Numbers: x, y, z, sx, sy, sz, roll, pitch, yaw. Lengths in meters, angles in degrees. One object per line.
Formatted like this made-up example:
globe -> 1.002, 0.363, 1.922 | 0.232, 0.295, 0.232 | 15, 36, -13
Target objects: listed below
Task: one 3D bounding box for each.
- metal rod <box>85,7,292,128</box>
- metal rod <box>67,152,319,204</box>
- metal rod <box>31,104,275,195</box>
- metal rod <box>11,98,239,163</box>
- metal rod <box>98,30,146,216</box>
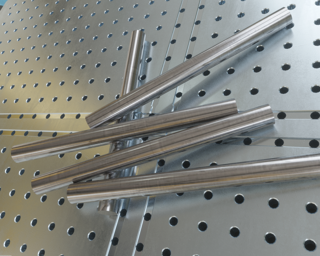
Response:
metal rod -> 0.037, -0.077, 0.418 | 0.301, 0.025, 0.025 | -29, 52, 2
metal rod -> 0.036, 0.056, 0.336 | 0.301, 0.025, 0.025 | -10, 57, 16
metal rod -> -0.015, 0.029, 0.375 | 0.301, 0.025, 0.025 | -18, 54, 9
metal rod -> -0.052, 0.006, 0.402 | 0.301, 0.025, 0.025 | -12, 56, 10
metal rod -> -0.050, -0.026, 0.451 | 0.025, 0.025, 0.300 | -8, 58, 24
